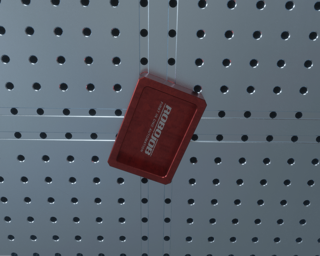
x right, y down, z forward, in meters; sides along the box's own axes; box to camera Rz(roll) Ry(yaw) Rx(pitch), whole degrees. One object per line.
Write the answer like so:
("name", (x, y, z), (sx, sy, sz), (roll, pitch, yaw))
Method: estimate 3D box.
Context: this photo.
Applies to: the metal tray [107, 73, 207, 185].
("metal tray", (-0.006, 0.003, 0.411), (0.090, 0.030, 0.129), (20, 109, -8))
